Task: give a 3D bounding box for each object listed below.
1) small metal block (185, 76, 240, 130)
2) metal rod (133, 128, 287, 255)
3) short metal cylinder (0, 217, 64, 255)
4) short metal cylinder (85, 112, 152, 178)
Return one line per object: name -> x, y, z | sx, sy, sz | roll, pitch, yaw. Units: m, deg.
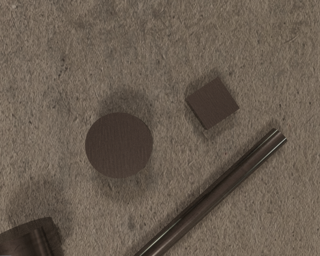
small metal block -> 0.068, -0.032, 0.411 | 0.050, 0.025, 0.050 | -34, 90, 0
metal rod -> 0.049, 0.110, 0.410 | 0.300, 0.025, 0.025 | -42, 91, -1
short metal cylinder -> -0.166, 0.150, 0.380 | 0.080, 0.080, 0.050 | -18, 90, 0
short metal cylinder -> -0.050, 0.021, 0.397 | 0.081, 0.050, 0.079 | 0, 90, -1
